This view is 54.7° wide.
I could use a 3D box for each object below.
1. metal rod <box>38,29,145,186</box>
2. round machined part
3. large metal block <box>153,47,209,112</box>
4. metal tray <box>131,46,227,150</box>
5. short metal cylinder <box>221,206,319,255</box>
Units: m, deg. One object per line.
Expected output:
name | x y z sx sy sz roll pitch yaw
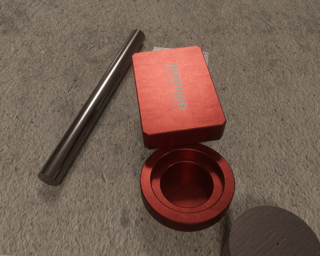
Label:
metal rod | -0.082 -0.050 0.444 0.025 0.025 0.300 14 51 11
round machined part | 0.028 0.066 0.337 0.099 0.042 0.098 0 50 0
large metal block | 0.025 -0.069 0.445 0.080 0.050 0.080 7 50 5
metal tray | 0.018 -0.041 0.373 0.091 0.030 0.130 -8 54 -4
short metal cylinder | 0.100 0.120 0.287 0.081 0.050 0.080 0 50 0
